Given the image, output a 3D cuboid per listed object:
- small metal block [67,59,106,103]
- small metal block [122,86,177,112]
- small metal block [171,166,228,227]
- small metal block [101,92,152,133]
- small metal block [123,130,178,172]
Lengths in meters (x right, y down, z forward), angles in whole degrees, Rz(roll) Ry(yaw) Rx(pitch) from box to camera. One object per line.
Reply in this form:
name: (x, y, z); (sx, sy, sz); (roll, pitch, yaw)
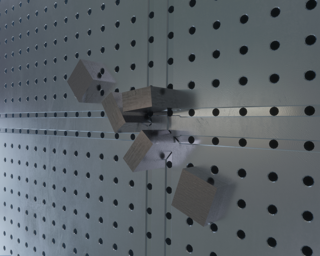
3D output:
small metal block: (-0.122, -0.077, 0.512); (0.050, 0.025, 0.050); (-50, 61, 28)
small metal block: (-0.013, -0.036, 0.405); (0.050, 0.050, 0.025); (-7, 86, 40)
small metal block: (0.047, 0.081, 0.372); (0.050, 0.025, 0.050); (26, 106, 37)
small metal block: (-0.046, -0.021, 0.433); (0.025, 0.050, 0.050); (-41, 65, 33)
small metal block: (-0.012, 0.029, 0.404); (0.025, 0.050, 0.050); (50, 119, 28)
